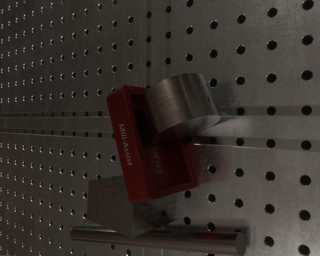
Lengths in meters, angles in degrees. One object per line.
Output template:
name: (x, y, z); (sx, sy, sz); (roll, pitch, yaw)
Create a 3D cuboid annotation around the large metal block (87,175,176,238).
large metal block: (-0.036, 0.095, 0.401); (0.080, 0.081, 0.050); (6, 94, 39)

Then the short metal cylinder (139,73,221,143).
short metal cylinder: (0.022, -0.021, 0.354); (0.080, 0.081, 0.050); (-30, 72, 36)

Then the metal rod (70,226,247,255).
metal rod: (-0.026, 0.152, 0.428); (0.300, 0.025, 0.025); (-13, 82, 39)

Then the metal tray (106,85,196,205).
metal tray: (-0.009, 0.017, 0.372); (0.030, 0.091, 0.129); (-23, 76, 37)
